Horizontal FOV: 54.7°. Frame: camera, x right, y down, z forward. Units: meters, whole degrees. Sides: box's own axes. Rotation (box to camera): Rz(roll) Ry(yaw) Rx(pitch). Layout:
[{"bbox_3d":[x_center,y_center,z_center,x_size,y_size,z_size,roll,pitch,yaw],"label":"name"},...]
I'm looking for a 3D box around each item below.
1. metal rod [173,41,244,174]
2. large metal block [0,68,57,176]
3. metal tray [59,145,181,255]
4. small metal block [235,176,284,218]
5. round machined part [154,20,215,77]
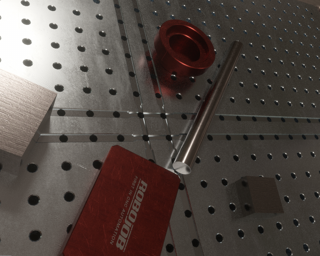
[{"bbox_3d":[0.086,-0.051,0.487,0.025,0.025,0.301,35,51,-6],"label":"metal rod"},{"bbox_3d":[-0.162,-0.010,0.311,0.080,0.050,0.080,25,53,-14],"label":"large metal block"},{"bbox_3d":[-0.037,0.092,0.330,0.090,0.030,0.130,28,52,-11],"label":"metal tray"},{"bbox_3d":[0.136,0.095,0.426,0.050,0.025,0.050,8,58,-24],"label":"small metal block"},{"bbox_3d":[0.035,-0.121,0.492,0.099,0.042,0.098,14,56,-21],"label":"round machined part"}]
